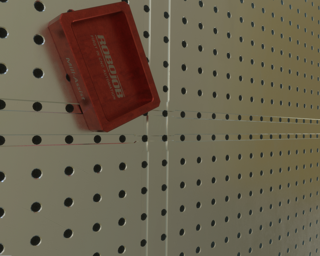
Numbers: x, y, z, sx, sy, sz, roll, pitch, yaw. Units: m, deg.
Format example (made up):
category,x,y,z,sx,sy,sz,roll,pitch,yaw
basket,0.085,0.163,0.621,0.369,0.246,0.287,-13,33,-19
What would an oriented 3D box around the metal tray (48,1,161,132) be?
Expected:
category,x,y,z,sx,sy,sz,roll,pitch,yaw
metal tray,-0.058,-0.070,0.358,0.091,0.030,0.129,-30,109,-36
